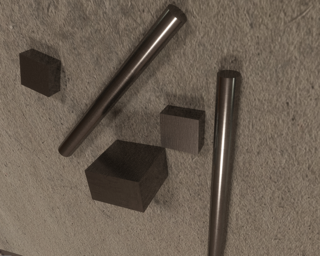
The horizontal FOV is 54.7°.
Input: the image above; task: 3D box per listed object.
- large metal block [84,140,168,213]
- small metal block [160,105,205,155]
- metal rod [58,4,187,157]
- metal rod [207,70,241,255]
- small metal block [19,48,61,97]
[{"bbox_3d":[-0.043,0.063,0.431,0.080,0.080,0.050,8,122,24],"label":"large metal block"},{"bbox_3d":[0.029,0.002,0.392,0.050,0.025,0.050,11,123,22],"label":"small metal block"},{"bbox_3d":[-0.068,-0.041,0.415,0.025,0.025,0.299,45,129,-4],"label":"metal rod"},{"bbox_3d":[0.080,0.070,0.407,0.025,0.025,0.298,11,123,22],"label":"metal rod"},{"bbox_3d":[-0.172,-0.079,0.446,0.050,0.025,0.050,24,127,12],"label":"small metal block"}]
